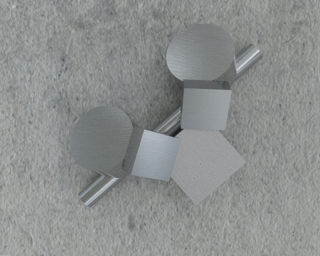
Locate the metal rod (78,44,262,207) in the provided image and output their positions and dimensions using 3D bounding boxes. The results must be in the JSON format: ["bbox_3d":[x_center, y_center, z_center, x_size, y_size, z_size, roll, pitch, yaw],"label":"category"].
[{"bbox_3d":[0.014,-0.003,0.411,0.300,0.025,0.025,-41,91,-1],"label":"metal rod"}]

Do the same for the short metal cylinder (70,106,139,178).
[{"bbox_3d":[-0.062,0.018,0.384,0.080,0.050,0.080,-5,71,14],"label":"short metal cylinder"}]

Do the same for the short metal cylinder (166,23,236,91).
[{"bbox_3d":[0.053,-0.081,0.384,0.080,0.050,0.080,-5,71,14],"label":"short metal cylinder"}]

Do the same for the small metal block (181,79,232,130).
[{"bbox_3d":[0.050,-0.026,0.349,0.050,0.025,0.050,2,121,-1],"label":"small metal block"}]

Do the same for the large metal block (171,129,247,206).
[{"bbox_3d":[0.048,0.037,0.398,0.080,0.050,0.080,-41,91,0],"label":"large metal block"}]

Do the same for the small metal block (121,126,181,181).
[{"bbox_3d":[-0.010,0.029,0.349,0.050,0.025,0.050,16,90,-33],"label":"small metal block"}]
